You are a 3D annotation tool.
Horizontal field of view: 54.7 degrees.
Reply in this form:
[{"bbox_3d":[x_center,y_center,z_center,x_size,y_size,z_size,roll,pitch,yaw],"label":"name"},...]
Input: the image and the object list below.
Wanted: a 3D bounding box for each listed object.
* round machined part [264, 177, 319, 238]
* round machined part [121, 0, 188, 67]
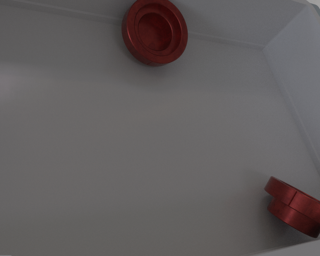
[{"bbox_3d":[0.181,0.106,0.405,0.098,0.098,0.042,27,94,-11],"label":"round machined part"},{"bbox_3d":[-0.011,-0.139,0.458,0.099,0.042,0.097,2,87,-28],"label":"round machined part"}]
